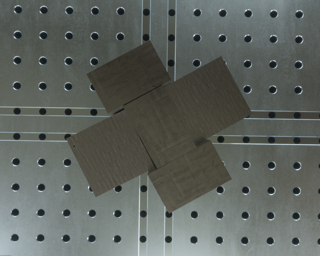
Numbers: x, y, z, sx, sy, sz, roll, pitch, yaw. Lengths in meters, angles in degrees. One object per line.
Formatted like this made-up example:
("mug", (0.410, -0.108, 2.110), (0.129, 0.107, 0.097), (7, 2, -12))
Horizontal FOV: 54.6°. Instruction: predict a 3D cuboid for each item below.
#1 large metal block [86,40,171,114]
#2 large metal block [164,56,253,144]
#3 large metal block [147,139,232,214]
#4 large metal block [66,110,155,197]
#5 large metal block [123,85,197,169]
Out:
("large metal block", (-0.034, -0.057, 0.385), (0.080, 0.080, 0.050), (-28, 90, 0))
("large metal block", (0.058, -0.034, 0.400), (0.080, 0.050, 0.080), (-29, 92, 0))
("large metal block", (0.033, 0.055, 0.386), (0.080, 0.080, 0.050), (-29, 90, -1))
("large metal block", (-0.060, 0.031, 0.401), (0.080, 0.050, 0.080), (-27, 90, 0))
("large metal block", (0.000, -0.002, 0.386), (0.050, 0.080, 0.080), (-29, 90, 0))
